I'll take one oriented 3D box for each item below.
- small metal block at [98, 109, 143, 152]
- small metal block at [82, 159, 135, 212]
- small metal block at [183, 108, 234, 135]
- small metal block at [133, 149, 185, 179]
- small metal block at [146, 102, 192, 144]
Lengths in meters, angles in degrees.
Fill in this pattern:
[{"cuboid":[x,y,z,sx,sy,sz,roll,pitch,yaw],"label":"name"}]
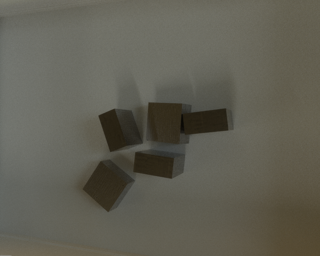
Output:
[{"cuboid":[-0.052,0.003,0.415,0.025,0.050,0.050,-22,83,19],"label":"small metal block"},{"cuboid":[-0.072,0.080,0.436,0.050,0.025,0.050,37,102,16],"label":"small metal block"},{"cuboid":[0.060,-0.007,0.376,0.050,0.050,0.025,-7,88,19],"label":"small metal block"},{"cuboid":[0.000,0.045,0.397,0.050,0.050,0.025,7,93,20],"label":"small metal block"},{"cuboid":[0.011,-0.007,0.401,0.050,0.025,0.050,5,92,33],"label":"small metal block"}]
